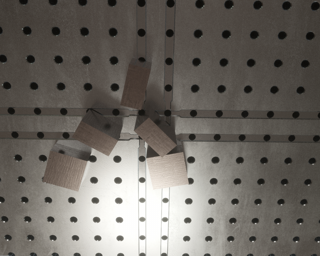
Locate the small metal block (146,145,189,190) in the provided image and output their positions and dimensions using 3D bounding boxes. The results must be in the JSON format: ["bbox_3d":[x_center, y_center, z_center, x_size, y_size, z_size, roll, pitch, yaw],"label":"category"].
[{"bbox_3d":[0.011,0.055,0.434,0.050,0.025,0.050,-10,110,3],"label":"small metal block"}]

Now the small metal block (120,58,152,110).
[{"bbox_3d":[-0.029,-0.055,0.379,0.025,0.050,0.050,13,110,-5],"label":"small metal block"}]

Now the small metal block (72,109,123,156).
[{"bbox_3d":[-0.079,0.005,0.401,0.050,0.050,0.025,29,107,-11],"label":"small metal block"}]

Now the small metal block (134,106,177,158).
[{"bbox_3d":[-0.005,0.004,0.401,0.025,0.050,0.050,-42,105,13],"label":"small metal block"}]

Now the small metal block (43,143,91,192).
[{"bbox_3d":[-0.129,0.055,0.432,0.050,0.025,0.050,18,109,-7],"label":"small metal block"}]
